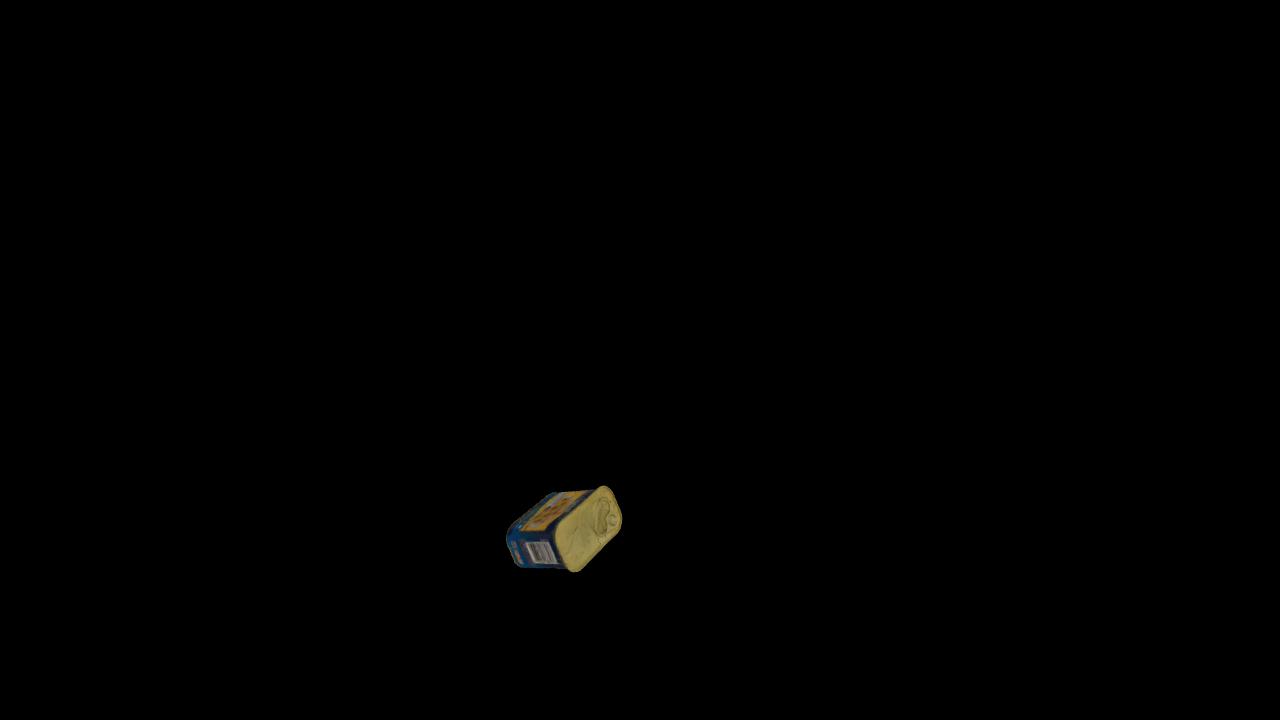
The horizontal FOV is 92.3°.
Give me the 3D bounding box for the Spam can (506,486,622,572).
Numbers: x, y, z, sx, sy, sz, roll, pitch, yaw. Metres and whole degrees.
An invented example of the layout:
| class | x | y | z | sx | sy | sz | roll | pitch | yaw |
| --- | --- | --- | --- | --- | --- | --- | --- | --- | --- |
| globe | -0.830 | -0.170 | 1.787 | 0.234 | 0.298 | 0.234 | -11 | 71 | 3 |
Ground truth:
| class | x | y | z | sx | sy | sz | roll | pitch | yaw |
| --- | --- | --- | --- | --- | --- | --- | --- | --- | --- |
| Spam can | -0.084 | 0.184 | 0.675 | 0.085 | 0.058 | 0.101 | -13 | 12 | 37 |
